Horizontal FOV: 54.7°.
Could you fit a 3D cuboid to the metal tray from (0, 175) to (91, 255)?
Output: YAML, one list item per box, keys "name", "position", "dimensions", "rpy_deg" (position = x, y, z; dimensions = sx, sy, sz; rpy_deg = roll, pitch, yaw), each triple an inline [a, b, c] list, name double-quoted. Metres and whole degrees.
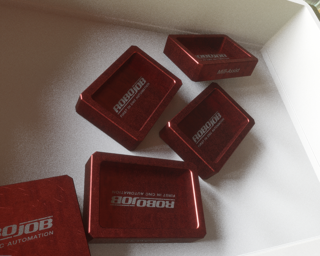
- name: "metal tray"
  position: [-0.135, 0.098, 0.270]
  dimensions: [0.131, 0.030, 0.090]
  rpy_deg: [-6, 65, -31]

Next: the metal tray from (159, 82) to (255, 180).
- name: "metal tray"
  position: [0.071, -0.001, 0.443]
  dimensions: [0.090, 0.030, 0.131]
  rpy_deg: [45, 51, 3]

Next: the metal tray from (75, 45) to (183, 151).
- name: "metal tray"
  position: [-0.036, -0.044, 0.411]
  dimensions: [0.090, 0.030, 0.130]
  rpy_deg: [37, 51, -4]

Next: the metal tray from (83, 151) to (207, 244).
- name: "metal tray"
  position: [-0.016, 0.079, 0.346]
  dimensions: [0.131, 0.030, 0.090]
  rpy_deg: [9, 58, -24]

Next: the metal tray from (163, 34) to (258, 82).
- name: "metal tray"
  position: [0.083, -0.117, 0.501]
  dimensions: [0.131, 0.030, 0.090]
  rpy_deg: [-12, 48, -33]
